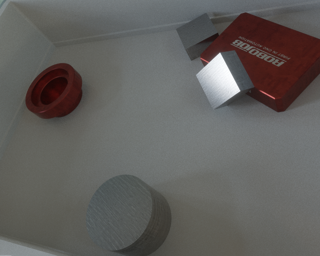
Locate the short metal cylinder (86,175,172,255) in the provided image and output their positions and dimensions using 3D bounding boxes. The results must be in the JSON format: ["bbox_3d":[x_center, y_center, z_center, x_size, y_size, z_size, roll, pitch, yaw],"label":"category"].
[{"bbox_3d":[-0.034,0.098,0.346,0.080,0.050,0.080,-13,56,20],"label":"short metal cylinder"}]

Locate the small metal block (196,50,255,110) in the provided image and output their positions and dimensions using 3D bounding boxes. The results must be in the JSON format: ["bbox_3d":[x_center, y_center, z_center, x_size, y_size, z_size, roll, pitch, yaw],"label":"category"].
[{"bbox_3d":[0.077,-0.057,0.371,0.050,0.025,0.050,-40,72,54],"label":"small metal block"}]

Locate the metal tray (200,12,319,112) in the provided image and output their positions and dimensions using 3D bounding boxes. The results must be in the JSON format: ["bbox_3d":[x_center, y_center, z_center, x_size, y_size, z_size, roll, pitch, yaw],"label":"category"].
[{"bbox_3d":[0.127,-0.087,0.389,0.090,0.030,0.130,-46,52,-4],"label":"metal tray"}]

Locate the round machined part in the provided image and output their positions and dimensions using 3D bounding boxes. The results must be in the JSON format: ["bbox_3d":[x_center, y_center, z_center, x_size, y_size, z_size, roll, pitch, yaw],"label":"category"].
[{"bbox_3d":[-0.170,-0.057,0.516,0.098,0.042,0.098,-13,56,20],"label":"round machined part"}]

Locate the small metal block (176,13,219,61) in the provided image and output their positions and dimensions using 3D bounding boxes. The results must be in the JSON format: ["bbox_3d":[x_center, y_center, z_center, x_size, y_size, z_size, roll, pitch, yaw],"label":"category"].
[{"bbox_3d":[0.057,-0.135,0.457,0.050,0.025,0.050,-26,53,12],"label":"small metal block"}]
